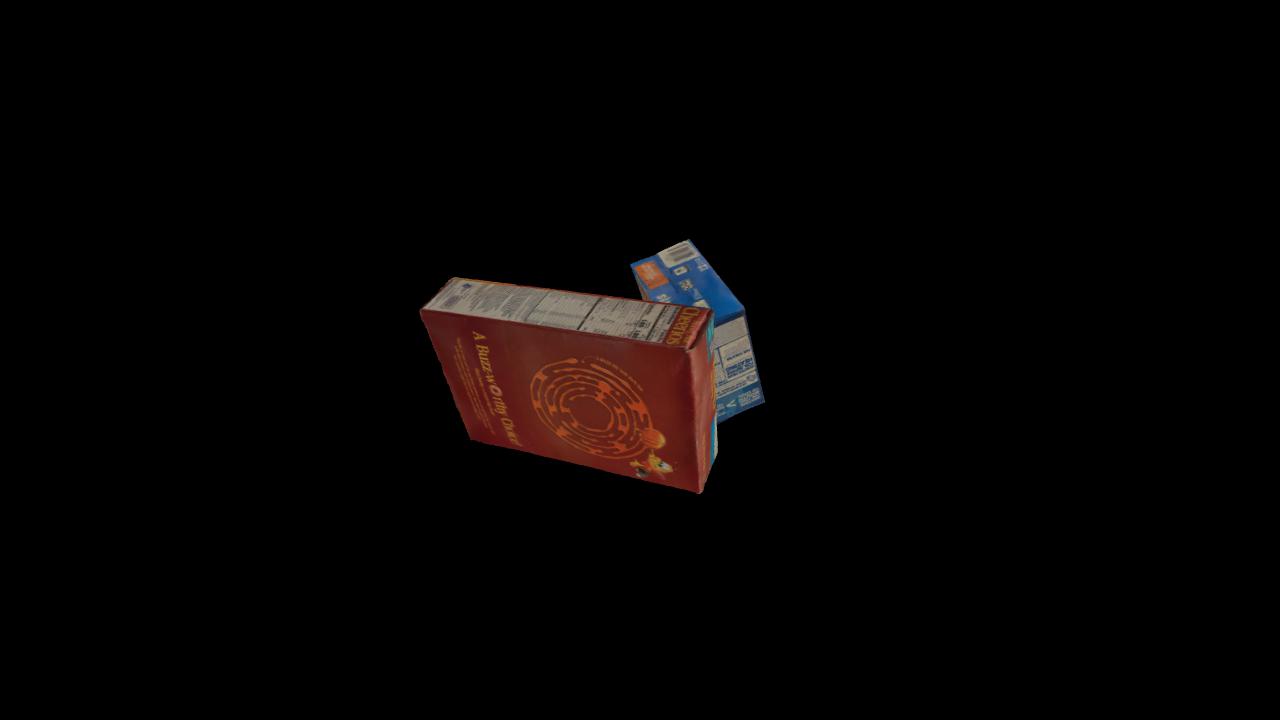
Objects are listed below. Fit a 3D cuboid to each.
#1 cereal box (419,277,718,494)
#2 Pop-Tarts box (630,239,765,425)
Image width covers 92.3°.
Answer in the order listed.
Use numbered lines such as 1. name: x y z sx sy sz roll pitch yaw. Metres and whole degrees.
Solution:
1. cereal box: -0.069 0.025 0.673 0.306 0.203 0.081 8 42 20
2. Pop-Tarts box: 0.064 -0.033 0.712 0.083 0.141 0.167 -23 40 -1
